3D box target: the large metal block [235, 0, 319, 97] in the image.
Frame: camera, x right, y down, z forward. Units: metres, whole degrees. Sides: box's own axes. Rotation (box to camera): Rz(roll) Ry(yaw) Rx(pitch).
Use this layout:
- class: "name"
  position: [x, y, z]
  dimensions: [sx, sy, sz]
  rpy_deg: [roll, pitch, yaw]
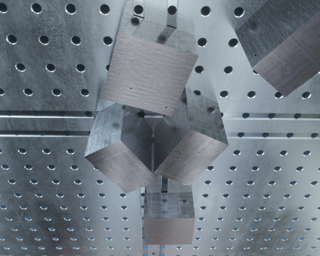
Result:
- class: "large metal block"
  position: [0.128, -0.091, 0.300]
  dimensions: [0.050, 0.080, 0.080]
  rpy_deg: [33, 123, -25]

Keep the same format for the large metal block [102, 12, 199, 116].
- class: "large metal block"
  position: [-0.013, -0.067, 0.338]
  dimensions: [0.081, 0.050, 0.079]
  rpy_deg: [14, 129, -12]

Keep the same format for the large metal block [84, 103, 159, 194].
- class: "large metal block"
  position: [-0.043, 0.023, 0.394]
  dimensions: [0.050, 0.080, 0.080]
  rpy_deg: [-25, 126, 19]

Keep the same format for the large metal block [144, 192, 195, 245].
- class: "large metal block"
  position: [0.015, 0.155, 0.528]
  dimensions: [0.081, 0.050, 0.079]
  rpy_deg: [0, 130, -1]

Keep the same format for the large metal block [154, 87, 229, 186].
- class: "large metal block"
  position: [0.034, 0.011, 0.385]
  dimensions: [0.050, 0.080, 0.080]
  rpy_deg: [23, 126, -19]
